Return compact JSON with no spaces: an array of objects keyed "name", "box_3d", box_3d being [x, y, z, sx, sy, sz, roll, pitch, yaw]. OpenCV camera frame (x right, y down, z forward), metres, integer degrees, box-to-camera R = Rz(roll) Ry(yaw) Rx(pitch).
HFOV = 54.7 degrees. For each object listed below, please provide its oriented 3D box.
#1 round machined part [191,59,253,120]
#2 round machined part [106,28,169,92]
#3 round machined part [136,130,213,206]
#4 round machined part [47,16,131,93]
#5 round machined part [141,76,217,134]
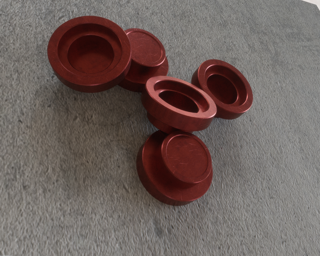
[{"name":"round machined part","box_3d":[0.091,-0.055,0.479,0.099,0.042,0.098,14,56,-21]},{"name":"round machined part","box_3d":[-0.031,-0.102,0.441,0.099,0.042,0.098,14,56,-21]},{"name":"round machined part","box_3d":[0.024,0.042,0.382,0.099,0.042,0.098,14,56,-21]},{"name":"round machined part","box_3d":[-0.086,-0.088,0.389,0.099,0.042,0.098,2,70,-6]},{"name":"round machined part","box_3d":[0.021,-0.026,0.409,0.099,0.042,0.098,16,33,-11]}]
